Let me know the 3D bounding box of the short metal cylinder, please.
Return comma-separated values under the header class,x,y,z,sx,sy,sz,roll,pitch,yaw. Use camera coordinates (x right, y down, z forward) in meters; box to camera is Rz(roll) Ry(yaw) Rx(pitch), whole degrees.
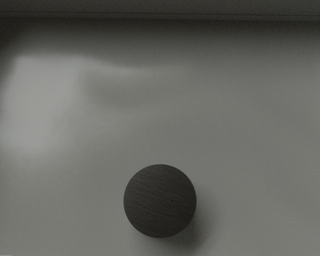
class,x,y,z,sx,sy,sz,roll,pitch,yaw
short metal cylinder,0.000,0.087,0.365,0.080,0.050,0.080,0,70,0
